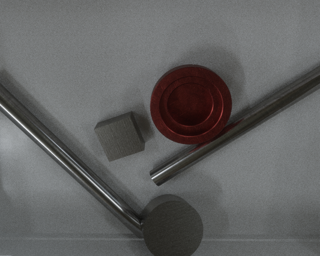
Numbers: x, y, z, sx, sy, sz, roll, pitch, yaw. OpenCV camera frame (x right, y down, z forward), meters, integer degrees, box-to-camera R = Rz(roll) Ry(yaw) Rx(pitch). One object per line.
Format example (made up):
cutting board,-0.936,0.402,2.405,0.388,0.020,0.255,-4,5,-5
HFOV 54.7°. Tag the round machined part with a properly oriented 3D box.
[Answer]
round machined part,0.037,-0.032,0.391,0.099,0.042,0.097,0,110,-1

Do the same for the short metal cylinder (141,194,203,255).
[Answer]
short metal cylinder,0.015,0.137,0.434,0.081,0.050,0.080,0,87,-8

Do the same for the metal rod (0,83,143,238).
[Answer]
metal rod,-0.122,0.050,0.427,0.025,0.025,0.300,-39,106,13

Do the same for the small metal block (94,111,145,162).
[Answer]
small metal block,-0.053,0.011,0.415,0.050,0.025,0.050,-19,109,6

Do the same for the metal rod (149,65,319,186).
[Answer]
metal rod,0.116,-0.009,0.409,0.300,0.025,0.025,-33,107,11
